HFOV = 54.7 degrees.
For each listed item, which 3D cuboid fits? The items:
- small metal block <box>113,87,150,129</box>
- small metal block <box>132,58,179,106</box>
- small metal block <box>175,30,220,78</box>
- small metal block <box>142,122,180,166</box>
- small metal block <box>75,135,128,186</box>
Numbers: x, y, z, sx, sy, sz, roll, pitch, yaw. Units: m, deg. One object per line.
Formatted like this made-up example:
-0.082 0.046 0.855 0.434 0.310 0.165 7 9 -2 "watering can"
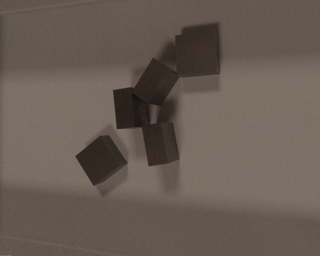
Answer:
-0.036 -0.025 0.409 0.025 0.050 0.050 -7 88 20 "small metal block"
-0.004 -0.057 0.397 0.025 0.050 0.050 36 101 16 "small metal block"
0.048 -0.093 0.393 0.050 0.025 0.050 -2 89 19 "small metal block"
0.002 0.020 0.396 0.025 0.050 0.050 -11 86 19 "small metal block"
-0.083 0.045 0.438 0.050 0.025 0.050 -38 78 15 "small metal block"
